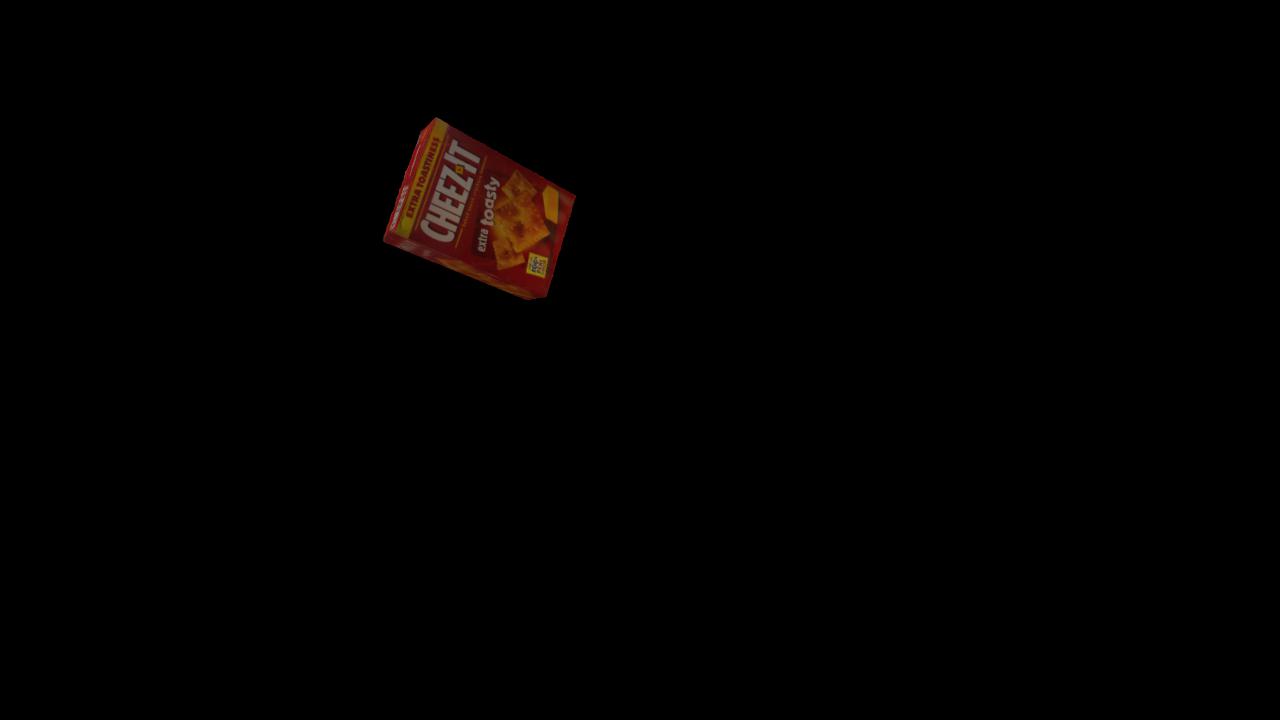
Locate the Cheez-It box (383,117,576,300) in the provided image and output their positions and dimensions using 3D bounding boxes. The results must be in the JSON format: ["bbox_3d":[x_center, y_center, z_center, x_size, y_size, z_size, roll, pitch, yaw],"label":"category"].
[{"bbox_3d":[-0.213,-0.199,0.849,0.223,0.166,0.071,22,-13,-34],"label":"Cheez-It box"}]
